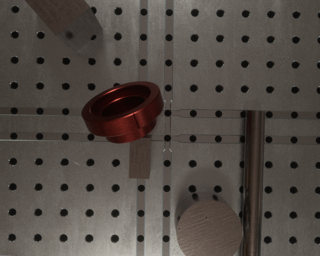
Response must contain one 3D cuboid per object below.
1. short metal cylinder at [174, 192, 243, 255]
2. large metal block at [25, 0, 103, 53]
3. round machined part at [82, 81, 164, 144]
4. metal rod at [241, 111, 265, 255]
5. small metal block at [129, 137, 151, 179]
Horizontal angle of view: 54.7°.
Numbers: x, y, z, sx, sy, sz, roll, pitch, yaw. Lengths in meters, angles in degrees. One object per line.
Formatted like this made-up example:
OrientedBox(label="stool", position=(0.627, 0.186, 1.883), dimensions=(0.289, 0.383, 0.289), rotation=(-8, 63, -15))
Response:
OrientedBox(label="short metal cylinder", position=(0.060, 0.128, 0.402), dimensions=(0.081, 0.050, 0.079), rotation=(0, 90, -1))
OrientedBox(label="large metal block", position=(-0.123, -0.149, 0.384), dimensions=(0.050, 0.080, 0.080), rotation=(-41, 91, 0))
OrientedBox(label="round machined part", position=(-0.042, -0.017, 0.383), dimensions=(0.099, 0.098, 0.042), rotation=(-18, 120, -1))
OrientedBox(label="metal rod", position=(0.123, 0.127, 0.415), dimensions=(0.025, 0.025, 0.298), rotation=(2, 90, -1))
OrientedBox(label="small metal block", position=(-0.025, 0.036, 0.401), dimensions=(0.025, 0.050, 0.050), rotation=(2, 90, -1))
